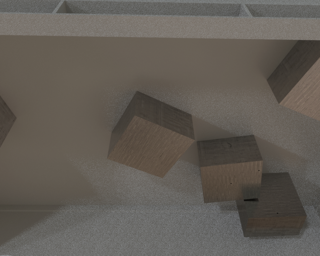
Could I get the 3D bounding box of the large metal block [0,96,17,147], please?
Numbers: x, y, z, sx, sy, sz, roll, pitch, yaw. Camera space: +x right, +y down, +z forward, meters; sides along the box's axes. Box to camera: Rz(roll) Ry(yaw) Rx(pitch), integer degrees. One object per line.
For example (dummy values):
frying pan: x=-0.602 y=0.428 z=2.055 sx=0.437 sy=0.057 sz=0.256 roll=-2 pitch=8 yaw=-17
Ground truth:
large metal block: x=-0.236 y=0.002 z=0.371 sx=0.080 sy=0.080 sz=0.050 roll=-12 pitch=129 yaw=9

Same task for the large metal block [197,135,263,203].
large metal block: x=0.099 y=0.060 z=0.446 sx=0.080 sy=0.050 sz=0.080 roll=-7 pitch=130 yaw=5

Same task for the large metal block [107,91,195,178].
large metal block: x=-0.013 y=0.011 z=0.402 sx=0.080 sy=0.050 sz=0.080 roll=23 pitch=126 yaw=-19

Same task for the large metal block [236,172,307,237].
large metal block: x=0.164 y=0.116 z=0.475 sx=0.080 sy=0.080 sz=0.050 roll=-3 pitch=130 yaw=2

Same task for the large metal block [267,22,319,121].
large metal block: x=0.184 y=-0.057 z=0.347 sx=0.081 sy=0.050 sz=0.079 roll=19 pitch=128 yaw=-16
